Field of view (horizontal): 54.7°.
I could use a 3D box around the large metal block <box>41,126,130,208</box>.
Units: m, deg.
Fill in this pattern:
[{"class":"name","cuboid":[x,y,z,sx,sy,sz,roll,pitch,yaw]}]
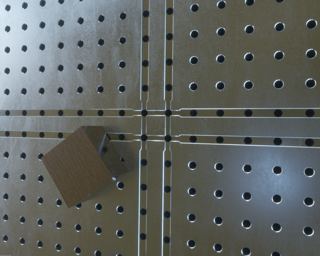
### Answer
[{"class":"large metal block","cuboid":[-0.104,0.052,0.435,0.080,0.050,0.080,-36,79,16]}]
